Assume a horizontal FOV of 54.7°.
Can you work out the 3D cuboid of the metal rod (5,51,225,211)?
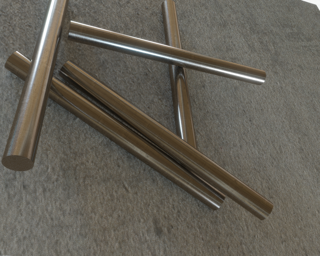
[{"bbox_3d":[-0.049,0.007,0.374,0.301,0.025,0.025,35,51,-6],"label":"metal rod"}]

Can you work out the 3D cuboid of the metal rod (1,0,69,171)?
[{"bbox_3d":[-0.131,-0.085,0.355,0.025,0.025,0.300,13,47,-22],"label":"metal rod"}]

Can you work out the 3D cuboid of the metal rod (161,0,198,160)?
[{"bbox_3d":[0.027,-0.085,0.471,0.025,0.025,0.299,9,58,-24],"label":"metal rod"}]

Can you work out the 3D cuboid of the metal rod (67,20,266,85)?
[{"bbox_3d":[0.024,-0.103,0.448,0.302,0.025,0.025,9,58,-21],"label":"metal rod"}]

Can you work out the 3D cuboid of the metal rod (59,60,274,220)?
[{"bbox_3d":[0.005,0.013,0.378,0.301,0.025,0.025,35,51,4],"label":"metal rod"}]
